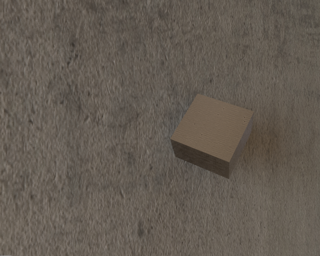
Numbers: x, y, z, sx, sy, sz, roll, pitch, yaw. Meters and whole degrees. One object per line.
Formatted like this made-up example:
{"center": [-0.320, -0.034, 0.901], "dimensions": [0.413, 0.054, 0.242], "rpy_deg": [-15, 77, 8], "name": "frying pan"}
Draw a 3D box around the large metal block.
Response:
{"center": [0.071, 0.010, 0.418], "dimensions": [0.080, 0.080, 0.050], "rpy_deg": [-58, 155, -24], "name": "large metal block"}
